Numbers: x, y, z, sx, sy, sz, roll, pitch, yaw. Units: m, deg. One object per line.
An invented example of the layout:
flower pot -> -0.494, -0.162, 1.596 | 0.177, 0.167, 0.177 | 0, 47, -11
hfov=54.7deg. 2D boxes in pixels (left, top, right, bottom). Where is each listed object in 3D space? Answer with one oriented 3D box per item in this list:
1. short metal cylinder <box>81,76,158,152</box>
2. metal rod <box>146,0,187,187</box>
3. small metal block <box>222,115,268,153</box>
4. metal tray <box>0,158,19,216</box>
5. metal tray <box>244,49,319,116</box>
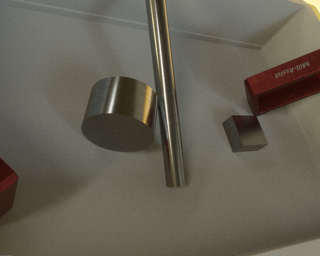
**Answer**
short metal cylinder -> -0.044, -0.014, 0.356 | 0.081, 0.080, 0.050 | 18, 55, -18
metal rod -> 0.004, -0.078, 0.381 | 0.025, 0.025, 0.298 | -6, 89, -31
small metal block -> 0.130, 0.008, 0.473 | 0.050, 0.025, 0.050 | -1, 62, -29
metal tray -> -0.178, 0.020, 0.256 | 0.130, 0.090, 0.030 | 44, 51, 2
metal tray -> 0.199, -0.068, 0.473 | 0.090, 0.130, 0.030 | 44, 27, -64
